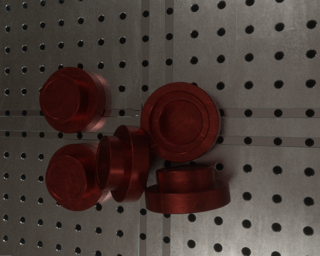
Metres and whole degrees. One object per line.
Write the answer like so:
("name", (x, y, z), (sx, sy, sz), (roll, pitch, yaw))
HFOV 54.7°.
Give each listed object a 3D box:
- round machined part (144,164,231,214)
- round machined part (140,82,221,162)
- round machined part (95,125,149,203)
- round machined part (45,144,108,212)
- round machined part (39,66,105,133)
("round machined part", (0.031, 0.067, 0.362), (0.098, 0.098, 0.042), (-6, 88, 19))
("round machined part", (0.028, -0.007, 0.393), (0.098, 0.042, 0.097), (0, 90, 19))
("round machined part", (-0.052, 0.044, 0.391), (0.098, 0.042, 0.097), (-20, 67, 62))
("round machined part", (-0.124, 0.072, 0.446), (0.098, 0.042, 0.097), (0, 90, 19))
("round machined part", (-0.133, -0.041, 0.449), (0.098, 0.042, 0.097), (0, 90, 19))
